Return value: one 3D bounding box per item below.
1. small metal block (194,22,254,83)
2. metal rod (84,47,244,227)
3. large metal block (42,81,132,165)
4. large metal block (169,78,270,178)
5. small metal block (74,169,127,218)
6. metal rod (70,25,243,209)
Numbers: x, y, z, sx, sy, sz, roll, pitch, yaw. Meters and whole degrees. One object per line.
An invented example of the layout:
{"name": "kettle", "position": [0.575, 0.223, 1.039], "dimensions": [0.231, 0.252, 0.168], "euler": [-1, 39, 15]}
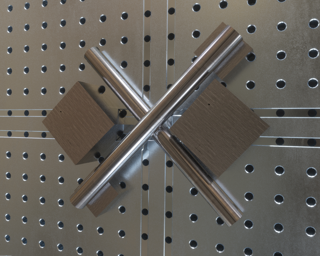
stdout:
{"name": "small metal block", "position": [0.079, -0.093, 0.385], "dimensions": [0.050, 0.025, 0.050], "euler": [-46, 76, 14]}
{"name": "metal rod", "position": [-0.003, 0.002, 0.413], "dimensions": [0.025, 0.025, 0.300], "euler": [-44, 76, 15]}
{"name": "large metal block", "position": [-0.102, -0.007, 0.436], "dimensions": [0.080, 0.050, 0.080], "euler": [-45, 76, 14]}
{"name": "large metal block", "position": [0.073, 0.000, 0.374], "dimensions": [0.080, 0.050, 0.080], "euler": [45, 104, 14]}
{"name": "small metal block", "position": [-0.085, 0.090, 0.442], "dimensions": [0.050, 0.025, 0.050], "euler": [46, 104, 14]}
{"name": "metal rod", "position": [-0.014, -0.004, 0.390], "dimensions": [0.299, 0.025, 0.025], "euler": [-47, 76, 14]}
